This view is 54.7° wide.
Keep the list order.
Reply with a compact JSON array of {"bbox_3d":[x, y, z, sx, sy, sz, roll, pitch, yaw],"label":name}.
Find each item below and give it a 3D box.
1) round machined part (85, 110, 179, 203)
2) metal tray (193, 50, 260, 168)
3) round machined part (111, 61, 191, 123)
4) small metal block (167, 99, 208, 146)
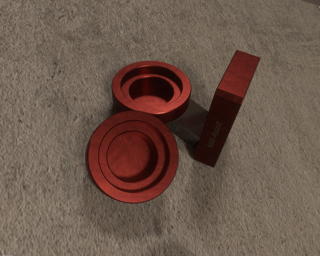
[{"bbox_3d":[-0.033,0.032,0.343,0.099,0.042,0.097,3,80,-19],"label":"round machined part"},{"bbox_3d":[0.083,-0.021,0.394,0.030,0.129,0.090,23,50,11],"label":"metal tray"},{"bbox_3d":[-0.011,-0.040,0.398,0.099,0.042,0.098,2,49,-2],"label":"round machined part"},{"bbox_3d":[0.039,-0.011,0.434,0.050,0.025,0.050,36,51,-5],"label":"small metal block"}]
